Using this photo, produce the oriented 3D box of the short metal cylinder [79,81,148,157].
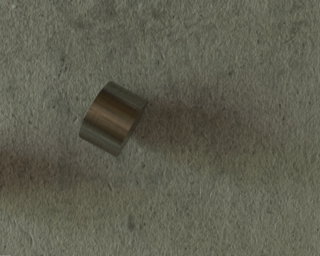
[{"bbox_3d":[-0.056,-0.011,0.382,0.050,0.080,0.080,29,90,-1],"label":"short metal cylinder"}]
